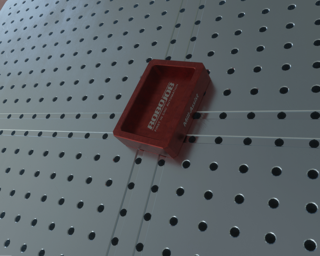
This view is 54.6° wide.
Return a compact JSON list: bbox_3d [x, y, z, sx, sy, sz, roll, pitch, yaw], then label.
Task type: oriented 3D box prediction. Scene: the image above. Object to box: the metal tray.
[{"bbox_3d":[0.003,-0.032,0.423,0.090,0.030,0.130,13,68,33],"label":"metal tray"}]
